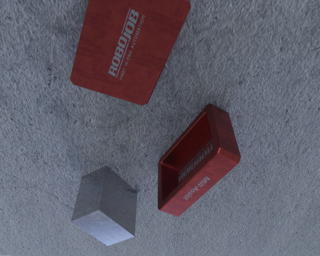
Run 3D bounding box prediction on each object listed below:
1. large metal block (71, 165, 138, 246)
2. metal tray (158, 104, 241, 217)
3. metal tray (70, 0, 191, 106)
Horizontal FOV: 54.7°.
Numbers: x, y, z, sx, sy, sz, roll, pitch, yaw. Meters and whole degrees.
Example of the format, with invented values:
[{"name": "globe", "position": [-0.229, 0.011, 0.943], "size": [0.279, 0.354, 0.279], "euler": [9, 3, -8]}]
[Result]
[{"name": "large metal block", "position": [-0.080, 0.118, 0.471], "size": [0.050, 0.080, 0.080], "euler": [-26, 126, 20]}, {"name": "metal tray", "position": [0.043, 0.043, 0.401], "size": [0.030, 0.090, 0.129], "euler": [25, 126, -20]}, {"name": "metal tray", "position": [-0.035, -0.092, 0.325], "size": [0.091, 0.030, 0.129], "euler": [16, 128, -14]}]
